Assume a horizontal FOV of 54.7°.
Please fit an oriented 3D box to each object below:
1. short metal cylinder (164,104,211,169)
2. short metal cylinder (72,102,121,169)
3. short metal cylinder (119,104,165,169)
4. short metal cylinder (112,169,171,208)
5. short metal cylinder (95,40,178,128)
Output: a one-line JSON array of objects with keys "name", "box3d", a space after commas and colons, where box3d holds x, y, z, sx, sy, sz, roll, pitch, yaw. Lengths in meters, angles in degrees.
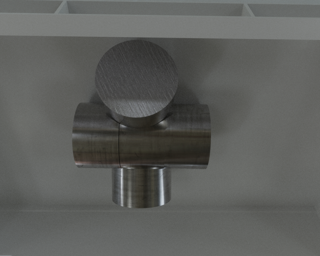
[{"name": "short metal cylinder", "box3d": [0.031, 0.010, 0.380, 0.050, 0.080, 0.079, 1, 130, -1]}, {"name": "short metal cylinder", "box3d": [-0.071, 0.009, 0.378, 0.050, 0.080, 0.079, 1, 130, -1]}, {"name": "short metal cylinder", "box3d": [-0.020, 0.010, 0.379, 0.050, 0.080, 0.079, 1, 130, -1]}, {"name": "short metal cylinder", "box3d": [-0.025, 0.071, 0.421, 0.081, 0.080, 0.050, 0, 96, 0]}, {"name": "short metal cylinder", "box3d": [-0.023, -0.044, 0.324, 0.081, 0.080, 0.050, 1, 168, -1]}]
